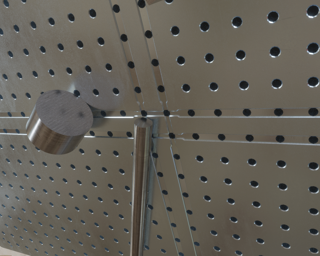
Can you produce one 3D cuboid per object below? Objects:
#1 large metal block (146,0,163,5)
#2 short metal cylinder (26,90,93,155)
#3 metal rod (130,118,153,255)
[{"bbox_3d":[0.007,-0.175,0.283,0.080,0.050,0.080,-25,105,36],"label":"large metal block"},{"bbox_3d":[-0.144,-0.008,0.447,0.080,0.080,0.050,42,129,-1],"label":"short metal cylinder"},{"bbox_3d":[-0.033,0.116,0.500,0.025,0.025,0.298,17,126,18],"label":"metal rod"}]
